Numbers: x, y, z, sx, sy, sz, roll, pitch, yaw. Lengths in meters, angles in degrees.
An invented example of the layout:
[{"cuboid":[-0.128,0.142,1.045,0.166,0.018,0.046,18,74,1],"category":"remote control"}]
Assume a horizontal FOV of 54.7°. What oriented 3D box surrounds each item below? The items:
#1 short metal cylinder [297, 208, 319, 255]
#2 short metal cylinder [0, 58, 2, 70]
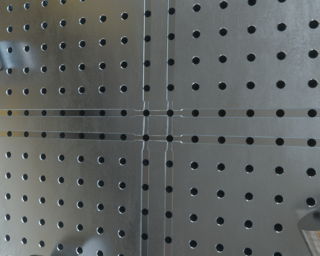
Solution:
[{"cuboid":[0.191,0.111,0.316,0.080,0.080,0.050,-25,82,18],"category":"short metal cylinder"},{"cuboid":[-0.301,-0.116,0.490,0.080,0.080,0.050,-23,83,18],"category":"short metal cylinder"}]
